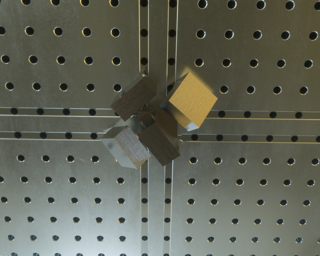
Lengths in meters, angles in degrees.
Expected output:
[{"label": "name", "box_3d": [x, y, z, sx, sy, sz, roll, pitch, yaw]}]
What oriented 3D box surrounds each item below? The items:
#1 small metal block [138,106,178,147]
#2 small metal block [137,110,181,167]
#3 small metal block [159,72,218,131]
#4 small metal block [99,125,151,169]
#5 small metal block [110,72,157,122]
[{"label": "small metal block", "box_3d": [-0.003, -0.002, 0.412, 0.050, 0.025, 0.050, 0, 110, -2]}, {"label": "small metal block", "box_3d": [-0.001, 0.011, 0.377, 0.025, 0.050, 0.050, -35, 107, 11]}, {"label": "small metal block", "box_3d": [0.036, -0.032, 0.387, 0.050, 0.025, 0.050, 41, 65, -13]}, {"label": "small metal block", "box_3d": [-0.046, 0.025, 0.406, 0.025, 0.050, 0.050, -43, 109, -25]}, {"label": "small metal block", "box_3d": [-0.031, -0.040, 0.385, 0.050, 0.050, 0.025, -39, 106, 13]}]
